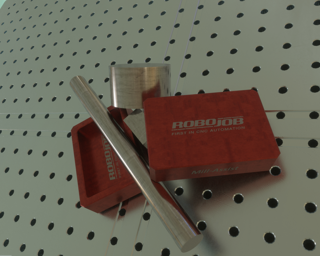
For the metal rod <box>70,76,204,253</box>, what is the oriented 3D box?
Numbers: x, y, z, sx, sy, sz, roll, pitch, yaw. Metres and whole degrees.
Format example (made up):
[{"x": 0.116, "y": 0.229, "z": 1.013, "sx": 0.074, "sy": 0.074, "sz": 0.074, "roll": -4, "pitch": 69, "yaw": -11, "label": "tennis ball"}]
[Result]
[{"x": -0.048, "y": 0.019, "z": 0.378, "sx": 0.025, "sy": 0.025, "sz": 0.300, "roll": -41, "pitch": 51, "yaw": 0, "label": "metal rod"}]

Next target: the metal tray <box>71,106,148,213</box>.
[{"x": -0.067, "y": 0.035, "z": 0.414, "sx": 0.090, "sy": 0.030, "sz": 0.130, "roll": -28, "pitch": 52, "yaw": 10, "label": "metal tray"}]

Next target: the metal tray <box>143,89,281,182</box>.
[{"x": 0.051, "y": 0.006, "z": 0.337, "sx": 0.131, "sy": 0.030, "sz": 0.090, "roll": -5, "pitch": 56, "yaw": -4, "label": "metal tray"}]

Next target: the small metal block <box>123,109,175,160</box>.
[{"x": -0.013, "y": 0.008, "z": 0.388, "sx": 0.025, "sy": 0.050, "sz": 0.050, "roll": -42, "pitch": 51, "yaw": 0, "label": "small metal block"}]

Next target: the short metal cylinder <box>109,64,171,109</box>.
[{"x": -0.026, "y": -0.058, "z": 0.409, "sx": 0.080, "sy": 0.081, "sz": 0.050, "roll": 9, "pitch": 108, "yaw": 32, "label": "short metal cylinder"}]
